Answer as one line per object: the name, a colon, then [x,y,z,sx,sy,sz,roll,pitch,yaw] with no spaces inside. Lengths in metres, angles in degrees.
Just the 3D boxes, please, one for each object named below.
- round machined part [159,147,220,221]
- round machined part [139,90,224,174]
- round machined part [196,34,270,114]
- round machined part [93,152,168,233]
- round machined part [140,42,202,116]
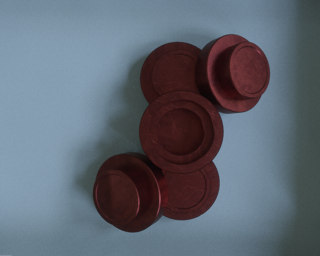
round machined part: [0.029,0.072,0.402,0.099,0.042,0.097,0,90,-1]
round machined part: [0.025,0.005,0.380,0.099,0.042,0.097,0,90,-1]
round machined part: [0.096,-0.068,0.381,0.099,0.042,0.097,2,87,-31]
round machined part: [-0.043,0.081,0.380,0.098,0.042,0.097,2,95,29]
round machined part: [0.023,-0.063,0.401,0.099,0.042,0.097,0,90,-1]
